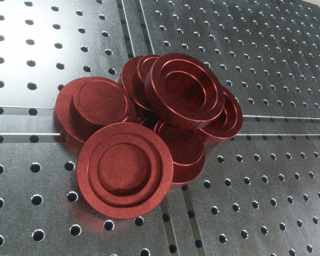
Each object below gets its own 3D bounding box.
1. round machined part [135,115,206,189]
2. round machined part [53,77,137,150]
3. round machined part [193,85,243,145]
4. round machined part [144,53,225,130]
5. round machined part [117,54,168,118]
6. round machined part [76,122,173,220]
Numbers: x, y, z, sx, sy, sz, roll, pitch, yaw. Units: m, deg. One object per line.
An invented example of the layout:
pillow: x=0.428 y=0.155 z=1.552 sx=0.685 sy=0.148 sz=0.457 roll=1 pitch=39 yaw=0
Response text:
round machined part: x=0.016 y=0.023 z=0.390 sx=0.099 sy=0.042 sz=0.098 roll=13 pitch=56 yaw=-21
round machined part: x=-0.073 y=-0.022 z=0.371 sx=0.099 sy=0.042 sz=0.098 roll=13 pitch=56 yaw=-21
round machined part: x=0.065 y=-0.019 z=0.443 sx=0.099 sy=0.042 sz=0.098 roll=13 pitch=56 yaw=-21
round machined part: x=0.026 y=-0.040 z=0.380 sx=0.099 sy=0.042 sz=0.098 roll=13 pitch=56 yaw=-21
round machined part: x=-0.007 y=-0.063 z=0.432 sx=0.099 sy=0.042 sz=0.098 roll=13 pitch=56 yaw=-21
round machined part: x=-0.039 y=0.044 z=0.332 sx=0.099 sy=0.042 sz=0.098 roll=1 pitch=84 yaw=-14
